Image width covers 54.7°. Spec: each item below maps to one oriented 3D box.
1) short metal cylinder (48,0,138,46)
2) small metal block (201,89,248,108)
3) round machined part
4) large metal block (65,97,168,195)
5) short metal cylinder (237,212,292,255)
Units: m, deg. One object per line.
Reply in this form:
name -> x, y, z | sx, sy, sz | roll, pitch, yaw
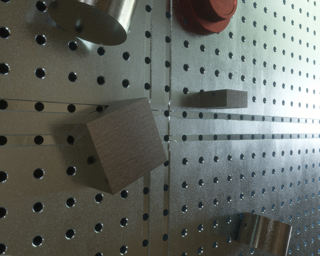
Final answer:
short metal cylinder -> -0.066, -0.127, 0.317 | 0.080, 0.080, 0.050 | 24, 75, -38
small metal block -> 0.098, -0.043, 0.475 | 0.050, 0.050, 0.025 | 0, 90, -40
round machined part -> 0.078, -0.192, 0.463 | 0.099, 0.042, 0.097 | 0, 90, -40
large metal block -> -0.047, 0.017, 0.353 | 0.081, 0.050, 0.080 | -28, 108, -36
short metal cylinder -> 0.174, 0.178, 0.520 | 0.080, 0.080, 0.050 | 30, 71, -36
